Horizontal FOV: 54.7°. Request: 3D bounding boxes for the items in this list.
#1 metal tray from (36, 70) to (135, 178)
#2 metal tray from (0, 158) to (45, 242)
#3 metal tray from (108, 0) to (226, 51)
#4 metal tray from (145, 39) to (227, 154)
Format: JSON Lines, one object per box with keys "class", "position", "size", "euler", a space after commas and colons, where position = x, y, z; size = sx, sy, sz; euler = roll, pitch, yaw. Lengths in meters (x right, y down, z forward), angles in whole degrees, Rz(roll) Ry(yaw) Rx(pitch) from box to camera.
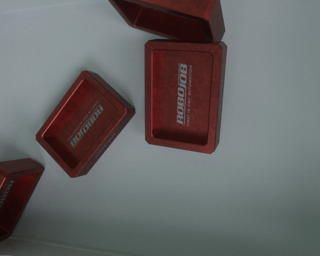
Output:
{"class": "metal tray", "position": [-0.109, -0.005, 0.444], "size": [0.090, 0.030, 0.130], "euler": [43, 103, 14]}
{"class": "metal tray", "position": [-0.230, 0.110, 0.448], "size": [0.030, 0.090, 0.129], "euler": [29, 95, 10]}
{"class": "metal tray", "position": [0.008, -0.138, 0.370], "size": [0.130, 0.090, 0.030], "euler": [22, 88, 18]}
{"class": "metal tray", "position": [0.029, -0.039, 0.375], "size": [0.090, 0.030, 0.129], "euler": [8, 111, 19]}
